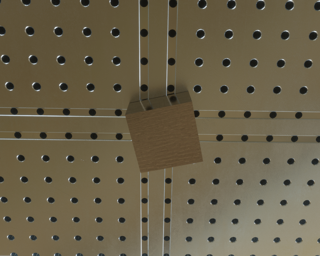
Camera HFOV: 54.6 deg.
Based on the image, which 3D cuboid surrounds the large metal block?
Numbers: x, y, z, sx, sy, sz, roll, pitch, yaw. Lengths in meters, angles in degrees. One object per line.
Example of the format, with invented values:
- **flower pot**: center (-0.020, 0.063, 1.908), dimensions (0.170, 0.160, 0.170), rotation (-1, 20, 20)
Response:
- **large metal block**: center (0.006, 0.004, 0.401), dimensions (0.080, 0.050, 0.080), rotation (-11, 110, 4)
